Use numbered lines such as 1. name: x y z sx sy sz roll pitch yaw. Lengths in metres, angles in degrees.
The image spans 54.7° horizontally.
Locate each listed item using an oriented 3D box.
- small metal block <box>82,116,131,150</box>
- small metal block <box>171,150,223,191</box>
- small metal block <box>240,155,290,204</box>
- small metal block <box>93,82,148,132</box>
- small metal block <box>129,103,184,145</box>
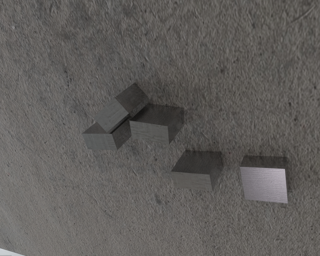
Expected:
1. small metal block: -0.070 0.007 0.432 0.050 0.050 0.025 0 118 28
2. small metal block: 0.049 0.053 0.398 0.050 0.050 0.025 0 119 28
3. small metal block: 0.129 0.062 0.377 0.050 0.025 0.050 -1 118 28
4. small metal block: -0.050 -0.027 0.401 0.025 0.050 0.050 49 129 -6
5. small metal block: -0.003 -0.007 0.388 0.050 0.050 0.025 9 122 23
